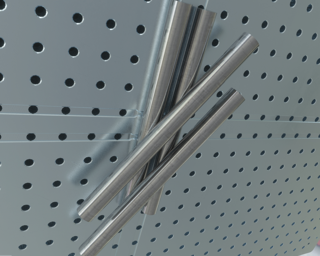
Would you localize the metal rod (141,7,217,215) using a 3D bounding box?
[{"bbox_3d":[0.018,-0.005,0.418,0.025,0.025,0.298,1,118,-29],"label":"metal rod"}]

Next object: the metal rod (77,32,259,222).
[{"bbox_3d":[0.007,0.002,0.384,0.300,0.025,0.025,-46,129,4],"label":"metal rod"}]

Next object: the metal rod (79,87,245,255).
[{"bbox_3d":[0.000,0.064,0.417,0.300,0.025,0.025,-47,129,4],"label":"metal rod"}]

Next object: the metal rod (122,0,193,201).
[{"bbox_3d":[-0.012,-0.007,0.400,0.025,0.025,0.298,1,118,-29],"label":"metal rod"}]
